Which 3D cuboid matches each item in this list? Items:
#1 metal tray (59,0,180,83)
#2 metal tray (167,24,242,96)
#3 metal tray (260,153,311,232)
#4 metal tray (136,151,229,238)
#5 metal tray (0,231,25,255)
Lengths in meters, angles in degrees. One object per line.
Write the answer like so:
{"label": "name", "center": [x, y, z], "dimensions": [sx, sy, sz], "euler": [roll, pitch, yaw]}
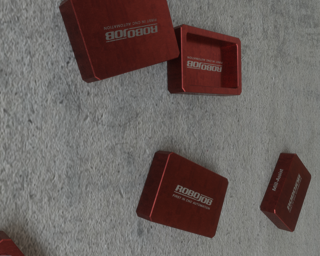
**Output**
{"label": "metal tray", "center": [-0.041, -0.113, 0.367], "dimensions": [0.131, 0.030, 0.089], "euler": [-25, 106, -37]}
{"label": "metal tray", "center": [0.069, -0.094, 0.458], "dimensions": [0.131, 0.030, 0.089], "euler": [-2, 92, -40]}
{"label": "metal tray", "center": [0.252, 0.125, 0.612], "dimensions": [0.090, 0.030, 0.130], "euler": [45, 63, -31]}
{"label": "metal tray", "center": [0.037, 0.095, 0.432], "dimensions": [0.131, 0.030, 0.090], "euler": [29, 72, -36]}
{"label": "metal tray", "center": [-0.166, 0.166, 0.262], "dimensions": [0.131, 0.030, 0.090], "euler": [-40, 114, -33]}
